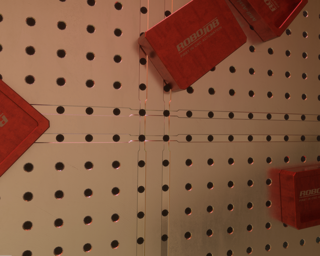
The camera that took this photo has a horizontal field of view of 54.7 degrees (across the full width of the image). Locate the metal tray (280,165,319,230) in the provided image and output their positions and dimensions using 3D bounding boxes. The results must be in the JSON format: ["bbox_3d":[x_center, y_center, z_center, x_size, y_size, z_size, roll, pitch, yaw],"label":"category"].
[{"bbox_3d":[0.261,0.108,0.509,0.131,0.030,0.089,-4,92,-20],"label":"metal tray"}]

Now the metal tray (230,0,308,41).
[{"bbox_3d":[0.155,-0.209,0.468,0.130,0.030,0.090,44,76,-15],"label":"metal tray"}]

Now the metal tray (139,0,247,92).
[{"bbox_3d":[0.048,-0.122,0.429,0.131,0.030,0.090,-39,103,-16],"label":"metal tray"}]

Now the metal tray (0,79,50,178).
[{"bbox_3d":[-0.199,0.013,0.336,0.090,0.030,0.130,44,76,-15],"label":"metal tray"}]
